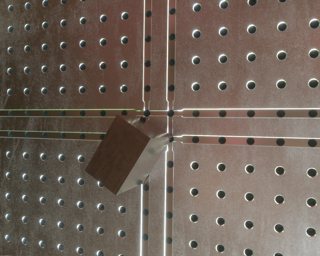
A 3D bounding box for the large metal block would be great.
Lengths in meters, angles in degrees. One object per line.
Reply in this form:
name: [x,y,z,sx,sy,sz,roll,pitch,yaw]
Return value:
large metal block: [-0.037,0.031,0.397,0.050,0.080,0.080,35,101,17]
